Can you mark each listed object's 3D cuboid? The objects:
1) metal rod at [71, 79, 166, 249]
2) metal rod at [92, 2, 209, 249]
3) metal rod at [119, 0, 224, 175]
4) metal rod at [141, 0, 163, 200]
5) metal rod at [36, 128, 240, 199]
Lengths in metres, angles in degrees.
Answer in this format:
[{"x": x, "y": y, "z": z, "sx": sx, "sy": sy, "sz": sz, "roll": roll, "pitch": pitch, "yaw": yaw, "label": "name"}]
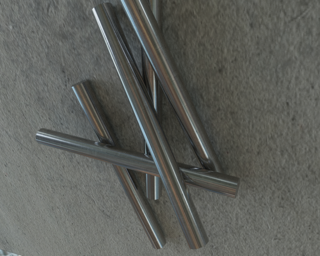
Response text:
[{"x": -0.056, "y": 0.067, "z": 0.475, "sx": 0.025, "sy": 0.025, "sz": 0.299, "roll": -10, "pitch": 114, "yaw": 32, "label": "metal rod"}, {"x": -0.010, "y": 0.000, "z": 0.363, "sx": 0.025, "sy": 0.025, "sz": 0.299, "roll": -21, "pitch": 93, "yaw": 35, "label": "metal rod"}, {"x": 0.017, "y": -0.042, "z": 0.348, "sx": 0.025, "sy": 0.025, "sz": 0.299, "roll": -11, "pitch": 120, "yaw": 32, "label": "metal rod"}, {"x": -0.009, "y": -0.026, "z": 0.394, "sx": 0.025, "sy": 0.025, "sz": 0.298, "roll": 13, "pitch": 124, "yaw": 20, "label": "metal rod"}, {"x": -0.045, "y": 0.041, "z": 0.419, "sx": 0.301, "sy": 0.025, "sz": 0.025, "roll": 12, "pitch": 124, "yaw": 22, "label": "metal rod"}]
